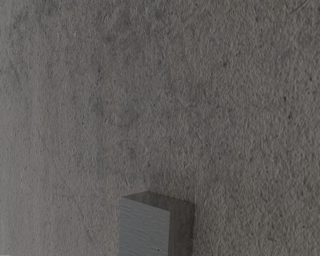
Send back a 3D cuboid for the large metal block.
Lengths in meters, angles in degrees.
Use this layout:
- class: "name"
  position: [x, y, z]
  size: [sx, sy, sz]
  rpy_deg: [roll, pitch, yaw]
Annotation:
- class: "large metal block"
  position: [-0.005, 0.131, 0.394]
  size: [0.080, 0.050, 0.080]
  rpy_deg: [5, 93, 40]
